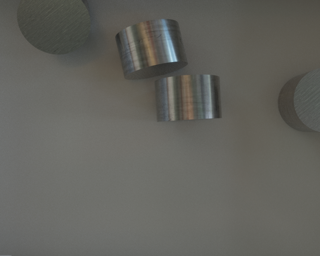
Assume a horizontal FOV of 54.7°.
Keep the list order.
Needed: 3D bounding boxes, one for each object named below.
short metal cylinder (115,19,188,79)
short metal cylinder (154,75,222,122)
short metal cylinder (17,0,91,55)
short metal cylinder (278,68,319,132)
[{"bbox_3d":[-0.010,-0.095,0.384,0.080,0.080,0.050,-13,90,0],"label":"short metal cylinder"},{"bbox_3d":[0.035,-0.035,0.384,0.081,0.080,0.050,-3,90,-1],"label":"short metal cylinder"},{"bbox_3d":[-0.127,-0.137,0.378,0.081,0.050,0.079,-7,127,-10],"label":"short metal cylinder"},{"bbox_3d":[0.203,-0.034,0.402,0.081,0.050,0.079,0,90,-1],"label":"short metal cylinder"}]
